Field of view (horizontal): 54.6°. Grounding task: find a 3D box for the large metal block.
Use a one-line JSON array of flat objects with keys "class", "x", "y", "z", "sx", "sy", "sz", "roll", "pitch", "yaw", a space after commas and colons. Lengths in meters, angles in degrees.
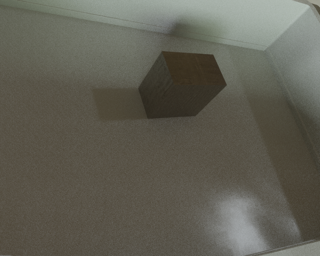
[{"class": "large metal block", "x": 0.028, "y": -0.056, "z": 0.419, "sx": 0.081, "sy": 0.080, "sz": 0.050, "roll": -4, "pitch": 64, "yaw": -30}]
